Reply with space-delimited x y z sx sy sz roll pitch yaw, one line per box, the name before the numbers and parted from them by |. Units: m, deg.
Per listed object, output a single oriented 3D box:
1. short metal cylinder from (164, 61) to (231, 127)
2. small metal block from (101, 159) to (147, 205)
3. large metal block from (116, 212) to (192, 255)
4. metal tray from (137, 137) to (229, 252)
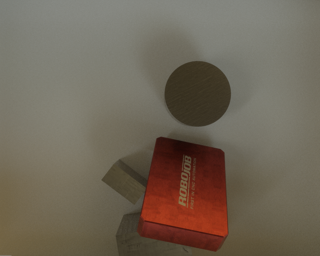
short metal cylinder | 0.046 -0.041 0.400 0.081 0.050 0.079 0 90 -1
small metal block | -0.043 0.068 0.398 0.050 0.050 0.025 37 90 -1
large metal block | -0.006 0.137 0.384 0.080 0.080 0.050 -10 90 0
metal tray | 0.030 0.070 0.365 0.091 0.130 0.030 12 129 0
